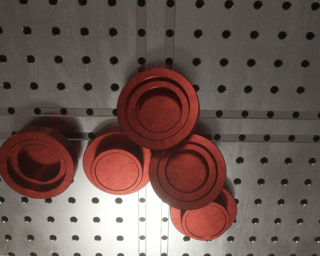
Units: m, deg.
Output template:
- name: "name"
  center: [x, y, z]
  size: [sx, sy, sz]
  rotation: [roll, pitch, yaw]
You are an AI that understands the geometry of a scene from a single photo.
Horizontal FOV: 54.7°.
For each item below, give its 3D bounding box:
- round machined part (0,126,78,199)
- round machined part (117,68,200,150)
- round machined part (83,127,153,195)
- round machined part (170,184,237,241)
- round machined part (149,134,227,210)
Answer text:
- name: "round machined part"
  center: [-0.160, 0.043, 0.418]
  size: [0.099, 0.042, 0.097]
  rotation: [0, 110, -1]
- name: "round machined part"
  center: [0.000, -0.021, 0.382]
  size: [0.098, 0.042, 0.097]
  rotation: [-1, 83, 10]
- name: "round machined part"
  center: [-0.056, 0.051, 0.422]
  size: [0.099, 0.042, 0.097]
  rotation: [0, 110, -1]
- name: "round machined part"
  center: [0.064, 0.124, 0.451]
  size: [0.099, 0.042, 0.097]
  rotation: [0, 110, -1]
- name: "round machined part"
  center: [0.036, 0.057, 0.413]
  size: [0.099, 0.042, 0.097]
  rotation: [0, 84, 3]
